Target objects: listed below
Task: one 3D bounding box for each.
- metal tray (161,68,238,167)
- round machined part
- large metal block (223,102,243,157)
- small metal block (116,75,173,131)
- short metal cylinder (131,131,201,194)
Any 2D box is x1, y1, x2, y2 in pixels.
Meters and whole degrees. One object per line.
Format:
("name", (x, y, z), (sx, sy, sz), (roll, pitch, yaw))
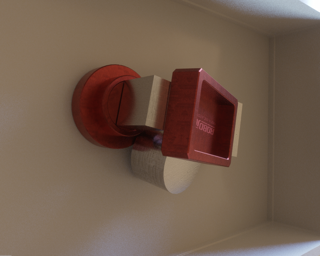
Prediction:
("metal tray", (0.052, -0.005, 0.355), (0.131, 0.030, 0.090), (19, 77, -58))
("round machined part", (-0.046, -0.025, 0.356), (0.099, 0.042, 0.097), (0, 90, -40))
("large metal block", (0.071, -0.004, 0.448), (0.081, 0.050, 0.080), (13, 82, -40))
("small metal block", (-0.016, -0.024, 0.321), (0.025, 0.050, 0.050), (16, 80, -39))
("short metal cylinder", (0.010, 0.035, 0.384), (0.081, 0.050, 0.079), (-23, 121, -46))
